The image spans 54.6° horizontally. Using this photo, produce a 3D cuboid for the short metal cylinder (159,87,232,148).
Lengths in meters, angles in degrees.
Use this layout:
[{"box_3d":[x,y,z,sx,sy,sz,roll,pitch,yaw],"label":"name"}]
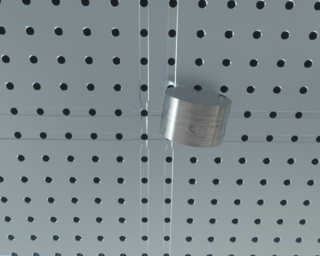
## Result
[{"box_3d":[0.042,-0.016,0.379,0.080,0.080,0.050,8,110,-3],"label":"short metal cylinder"}]
